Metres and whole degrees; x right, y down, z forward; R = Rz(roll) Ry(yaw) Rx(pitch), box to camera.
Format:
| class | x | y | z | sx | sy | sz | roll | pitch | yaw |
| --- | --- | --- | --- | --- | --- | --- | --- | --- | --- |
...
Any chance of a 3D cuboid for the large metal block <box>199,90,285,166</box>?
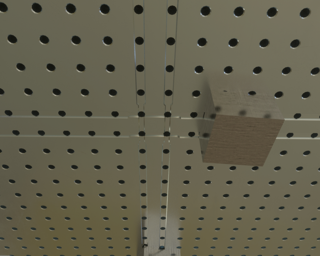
| class | x | y | z | sx | sy | sz | roll | pitch | yaw |
| --- | --- | --- | --- | --- | --- | --- | --- | --- | --- |
| large metal block | 0.100 | 0.002 | 0.398 | 0.081 | 0.050 | 0.079 | 4 | 130 | -4 |

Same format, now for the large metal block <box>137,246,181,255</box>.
| class | x | y | z | sx | sy | sz | roll | pitch | yaw |
| --- | --- | --- | --- | --- | --- | --- | --- | --- | --- |
| large metal block | -0.003 | 0.295 | 0.627 | 0.081 | 0.080 | 0.050 | 16 | 128 | -14 |
